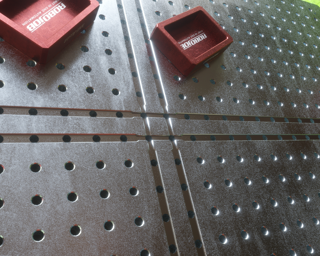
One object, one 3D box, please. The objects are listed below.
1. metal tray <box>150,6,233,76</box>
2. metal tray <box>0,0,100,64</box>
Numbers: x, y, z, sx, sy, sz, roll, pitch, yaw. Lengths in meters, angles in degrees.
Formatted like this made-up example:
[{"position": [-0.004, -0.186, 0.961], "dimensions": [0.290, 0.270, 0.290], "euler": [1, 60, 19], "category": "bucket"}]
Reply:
[{"position": [0.057, -0.151, 0.526], "dimensions": [0.090, 0.030, 0.131], "euler": [48, 51, 5], "category": "metal tray"}, {"position": [-0.153, -0.154, 0.415], "dimensions": [0.090, 0.030, 0.130], "euler": [34, 51, -6], "category": "metal tray"}]
